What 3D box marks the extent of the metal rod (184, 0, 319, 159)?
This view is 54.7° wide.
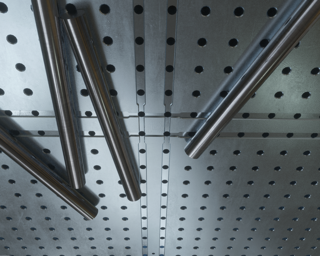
[{"bbox_3d":[0.115,-0.066,0.356,0.025,0.025,0.298,22,127,-18],"label":"metal rod"}]

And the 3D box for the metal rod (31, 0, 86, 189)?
[{"bbox_3d":[-0.120,-0.029,0.385,0.025,0.025,0.298,2,130,-2],"label":"metal rod"}]

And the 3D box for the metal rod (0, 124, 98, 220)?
[{"bbox_3d":[-0.189,0.049,0.450,0.025,0.025,0.300,-23,127,18],"label":"metal rod"}]

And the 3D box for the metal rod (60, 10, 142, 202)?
[{"bbox_3d":[-0.065,-0.003,0.408,0.025,0.025,0.298,-7,130,5],"label":"metal rod"}]
